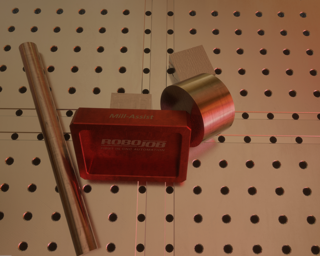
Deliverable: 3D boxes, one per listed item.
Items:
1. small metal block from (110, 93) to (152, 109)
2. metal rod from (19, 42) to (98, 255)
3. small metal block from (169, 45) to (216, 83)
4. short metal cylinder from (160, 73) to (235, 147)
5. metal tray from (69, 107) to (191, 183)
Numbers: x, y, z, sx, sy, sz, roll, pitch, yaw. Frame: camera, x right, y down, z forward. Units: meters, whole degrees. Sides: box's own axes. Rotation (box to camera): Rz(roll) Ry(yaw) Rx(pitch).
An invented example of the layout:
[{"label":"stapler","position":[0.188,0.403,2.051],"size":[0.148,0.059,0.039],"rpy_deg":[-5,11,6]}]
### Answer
[{"label":"small metal block","position":[-0.036,-0.023,0.407],"size":[0.050,0.050,0.025],"rpy_deg":[2,70,1]},{"label":"metal rod","position":[-0.138,0.013,0.405],"size":[0.025,0.025,0.299],"rpy_deg":[-20,71,-7]},{"label":"small metal block","position":[0.045,-0.085,0.443],"size":[0.050,0.025,0.050],"rpy_deg":[-18,71,-7]},{"label":"short metal cylinder","position":[0.045,-0.022,0.384],"size":[0.050,0.080,0.080],"rpy_deg":[-25,71,-29]},{"label":"metal tray","position":[-0.032,0.022,0.367],"size":[0.131,0.089,0.030],"rpy_deg":[2,39,0]}]
